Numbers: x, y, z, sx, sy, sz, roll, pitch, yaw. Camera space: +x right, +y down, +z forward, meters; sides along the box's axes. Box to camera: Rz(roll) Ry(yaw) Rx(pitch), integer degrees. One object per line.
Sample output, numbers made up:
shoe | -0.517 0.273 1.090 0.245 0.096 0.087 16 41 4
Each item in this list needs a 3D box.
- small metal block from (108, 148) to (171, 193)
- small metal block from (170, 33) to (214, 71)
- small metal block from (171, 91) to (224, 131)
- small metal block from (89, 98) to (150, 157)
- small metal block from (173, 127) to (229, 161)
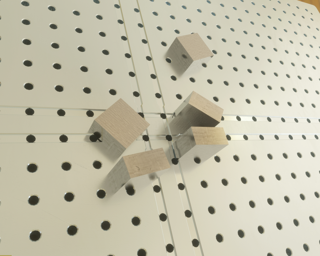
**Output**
small metal block | -0.024 0.048 0.351 0.050 0.050 0.025 -10 67 -33
small metal block | 0.053 -0.128 0.517 0.050 0.025 0.050 -24 75 -37
small metal block | 0.052 -0.017 0.432 0.050 0.050 0.025 30 52 -9
small metal block | -0.049 -0.001 0.383 0.050 0.025 0.050 42 51 0
small metal block | 0.053 0.021 0.409 0.050 0.050 0.025 1 61 -28
